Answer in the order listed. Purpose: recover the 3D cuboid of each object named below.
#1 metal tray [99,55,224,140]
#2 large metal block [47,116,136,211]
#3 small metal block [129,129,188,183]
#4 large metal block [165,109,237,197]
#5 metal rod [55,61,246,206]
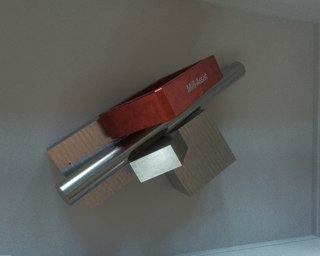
[{"bbox_3d":[0.006,-0.037,0.349,0.131,0.090,0.030,-40,107,-49],"label":"metal tray"},{"bbox_3d":[-0.075,0.036,0.367,0.080,0.050,0.080,-35,102,-17],"label":"large metal block"},{"bbox_3d":[0.000,0.030,0.345,0.050,0.050,0.025,-25,101,19],"label":"small metal block"},{"bbox_3d":[0.040,0.031,0.412,0.080,0.050,0.080,-35,102,-17],"label":"large metal block"},{"bbox_3d":[0.011,-0.011,0.375,0.302,0.025,0.025,-36,102,-32],"label":"metal rod"}]
